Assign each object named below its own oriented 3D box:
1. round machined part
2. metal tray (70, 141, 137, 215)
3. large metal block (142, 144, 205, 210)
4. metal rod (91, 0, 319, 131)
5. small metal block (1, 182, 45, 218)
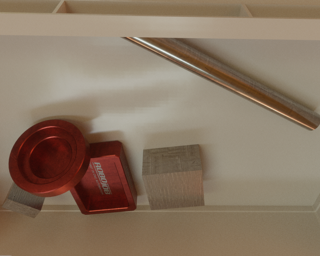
[{"bbox_3d":[-0.137,0.041,0.400,0.099,0.098,0.042,-6,153,5],"label":"round machined part"},{"bbox_3d":[-0.091,0.080,0.472,0.091,0.030,0.129,-6,130,5],"label":"metal tray"},{"bbox_3d":[0.021,0.073,0.456,0.080,0.050,0.080,-6,130,4],"label":"large metal block"},{"bbox_3d":[0.068,-0.062,0.356,0.302,0.025,0.025,22,126,-19],"label":"metal rod"},{"bbox_3d":[-0.206,0.104,0.478,0.050,0.050,0.025,29,124,-23],"label":"small metal block"}]
